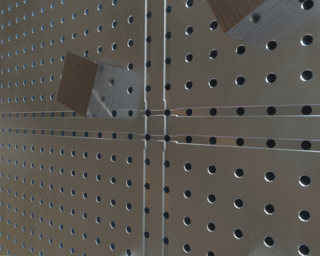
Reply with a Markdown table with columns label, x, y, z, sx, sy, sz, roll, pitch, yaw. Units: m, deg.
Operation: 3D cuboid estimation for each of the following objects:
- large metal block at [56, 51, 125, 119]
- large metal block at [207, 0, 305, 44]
| label | x | y | z | sx | sy | sz | roll | pitch | yaw |
| --- | --- | --- | --- | --- | --- | --- | --- | --- | --- |
| large metal block | -0.109 | -0.066 | 0.480 | 0.080 | 0.050 | 0.079 | 27 | 107 | 36 |
| large metal block | 0.093 | -0.147 | 0.316 | 0.080 | 0.050 | 0.080 | -35 | 69 | 34 |
